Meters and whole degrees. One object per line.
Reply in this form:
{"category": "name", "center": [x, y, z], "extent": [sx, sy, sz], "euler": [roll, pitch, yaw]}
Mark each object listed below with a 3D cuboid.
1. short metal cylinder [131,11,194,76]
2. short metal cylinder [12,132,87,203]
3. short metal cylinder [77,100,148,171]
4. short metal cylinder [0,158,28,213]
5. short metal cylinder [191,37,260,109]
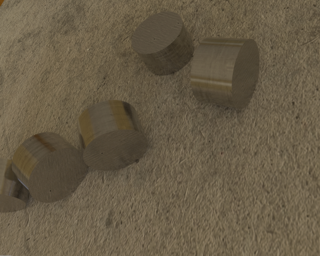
{"category": "short metal cylinder", "center": [0.005, -0.126, 0.463], "extent": [0.080, 0.050, 0.080], "euler": [-13, 56, 21]}
{"category": "short metal cylinder", "center": [-0.147, 0.052, 0.414], "extent": [0.050, 0.080, 0.080], "euler": [30, 78, 37]}
{"category": "short metal cylinder", "center": [-0.061, 0.011, 0.394], "extent": [0.080, 0.080, 0.050], "euler": [-30, 52, 9]}
{"category": "short metal cylinder", "center": [-0.228, 0.083, 0.438], "extent": [0.080, 0.080, 0.050], "euler": [-16, 55, 19]}
{"category": "short metal cylinder", "center": [0.079, -0.066, 0.368], "extent": [0.050, 0.080, 0.080], "euler": [14, 69, 34]}
